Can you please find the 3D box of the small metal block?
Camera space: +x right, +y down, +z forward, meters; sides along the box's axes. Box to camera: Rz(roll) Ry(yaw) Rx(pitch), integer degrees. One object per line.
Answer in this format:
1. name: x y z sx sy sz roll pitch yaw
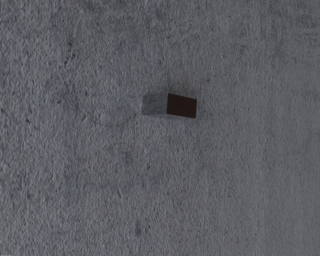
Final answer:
1. small metal block: 0.012 -0.027 0.401 0.050 0.050 0.025 7 86 -40
